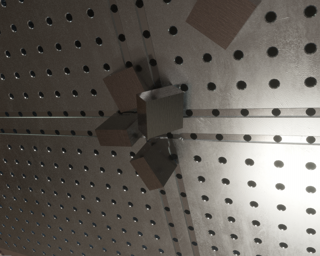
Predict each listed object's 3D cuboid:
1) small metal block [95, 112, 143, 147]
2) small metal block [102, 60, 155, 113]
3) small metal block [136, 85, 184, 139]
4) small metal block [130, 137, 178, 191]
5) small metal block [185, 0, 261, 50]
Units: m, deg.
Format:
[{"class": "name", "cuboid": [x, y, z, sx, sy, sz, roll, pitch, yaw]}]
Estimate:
[{"class": "small metal block", "cuboid": [-0.051, 0.001, 0.421, 0.050, 0.050, 0.025, 0, 118, 28]}, {"class": "small metal block", "cuboid": [-0.037, -0.052, 0.397, 0.050, 0.025, 0.050, -15, 111, 33]}, {"class": "small metal block", "cuboid": [0.000, -0.020, 0.378, 0.025, 0.050, 0.050, 42, 141, 48]}, {"class": "small metal block", "cuboid": [-0.008, 0.049, 0.428, 0.025, 0.050, 0.050, -22, 107, 36]}, {"class": "small metal block", "cuboid": [0.062, -0.115, 0.307, 0.050, 0.025, 0.050, 37, 129, 3]}]
